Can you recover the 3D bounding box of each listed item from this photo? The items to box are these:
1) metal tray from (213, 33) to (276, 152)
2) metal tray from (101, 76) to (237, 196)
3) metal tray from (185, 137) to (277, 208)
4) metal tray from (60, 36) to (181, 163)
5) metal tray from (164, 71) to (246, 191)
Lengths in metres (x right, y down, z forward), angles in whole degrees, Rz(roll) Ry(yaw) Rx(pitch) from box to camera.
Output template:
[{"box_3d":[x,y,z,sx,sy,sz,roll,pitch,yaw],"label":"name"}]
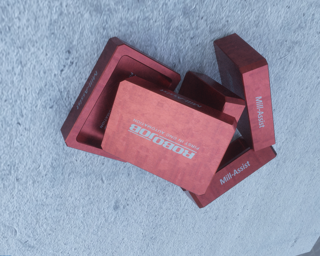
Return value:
[{"box_3d":[0.109,-0.044,0.397,0.030,0.090,0.129,-21,128,1],"label":"metal tray"},{"box_3d":[0.007,0.007,0.345,0.130,0.030,0.089,24,112,9],"label":"metal tray"},{"box_3d":[0.094,0.059,0.456,0.130,0.090,0.030,-33,94,-7],"label":"metal tray"},{"box_3d":[-0.046,-0.028,0.364,0.091,0.030,0.129,22,107,-37],"label":"metal tray"},{"box_3d":[0.045,0.004,0.395,0.030,0.090,0.129,7,116,-32],"label":"metal tray"}]
